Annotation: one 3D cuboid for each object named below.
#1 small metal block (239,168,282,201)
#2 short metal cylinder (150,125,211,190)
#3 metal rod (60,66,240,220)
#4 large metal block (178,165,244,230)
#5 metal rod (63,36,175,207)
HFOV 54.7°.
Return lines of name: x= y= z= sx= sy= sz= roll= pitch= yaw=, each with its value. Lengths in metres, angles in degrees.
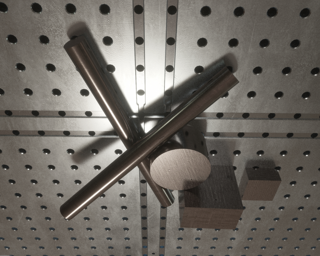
small metal block: x=0.157 y=0.090 z=0.491 sx=0.050 sy=0.025 sz=0.050 roll=2 pitch=130 yaw=-2
short metal cylinder: x=0.027 y=0.041 z=0.429 sx=0.081 sy=0.050 sz=0.079 roll=-1 pitch=129 yaw=-1
metal rod: x=-0.025 y=0.029 z=0.404 sx=0.299 sy=0.025 sz=0.025 roll=-40 pitch=120 yaw=17
large metal block: x=0.071 y=0.101 z=0.463 sx=0.081 sy=0.080 sz=0.050 roll=3 pitch=130 yaw=-4
metal rod: x=-0.040 y=0.014 z=0.423 sx=0.025 sy=0.025 sz=0.299 roll=-16 pitch=129 yaw=13
